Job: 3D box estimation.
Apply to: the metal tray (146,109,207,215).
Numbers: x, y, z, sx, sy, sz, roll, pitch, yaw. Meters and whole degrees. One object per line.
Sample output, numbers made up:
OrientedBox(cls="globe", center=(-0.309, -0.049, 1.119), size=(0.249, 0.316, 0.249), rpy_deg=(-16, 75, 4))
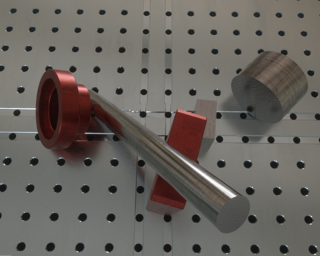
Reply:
OrientedBox(cls="metal tray", center=(0.014, 0.045, 0.339), size=(0.030, 0.130, 0.090), rpy_deg=(17, 71, 1))

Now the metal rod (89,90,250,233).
OrientedBox(cls="metal rod", center=(-0.027, 0.005, 0.305), size=(0.025, 0.025, 0.300), rpy_deg=(-37, 32, -13))

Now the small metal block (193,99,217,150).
OrientedBox(cls="small metal block", center=(0.056, -0.003, 0.400), size=(0.025, 0.050, 0.050), rpy_deg=(6, 70, 2))

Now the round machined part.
OrientedBox(cls="round machined part", center=(-0.120, -0.023, 0.390), size=(0.042, 0.098, 0.098), rpy_deg=(0, 66, -38))

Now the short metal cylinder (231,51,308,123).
OrientedBox(cls="short metal cylinder", center=(0.141, -0.052, 0.403), size=(0.050, 0.080, 0.080), rpy_deg=(-43, 76, -14))
